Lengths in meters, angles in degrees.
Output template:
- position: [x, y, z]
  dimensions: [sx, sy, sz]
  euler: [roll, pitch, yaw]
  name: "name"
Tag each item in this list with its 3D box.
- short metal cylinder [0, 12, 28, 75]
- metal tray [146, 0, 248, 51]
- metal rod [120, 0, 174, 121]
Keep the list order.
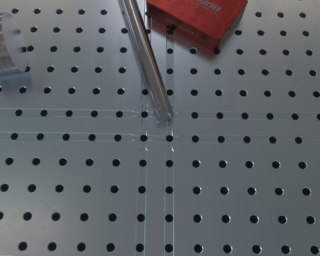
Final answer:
- position: [-0.222, -0.113, 0.422]
  dimensions: [0.050, 0.080, 0.080]
  euler: [-10, 71, -4]
  name: "short metal cylinder"
- position: [0.055, -0.188, 0.478]
  dimensions: [0.130, 0.030, 0.090]
  euler: [32, 73, 11]
  name: "metal tray"
- position: [-0.034, -0.150, 0.466]
  dimensions: [0.025, 0.025, 0.299]
  euler: [-15, 71, -6]
  name: "metal rod"
